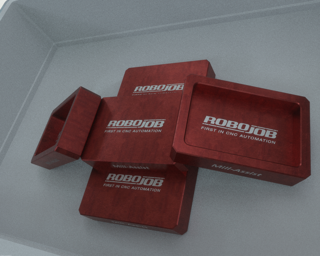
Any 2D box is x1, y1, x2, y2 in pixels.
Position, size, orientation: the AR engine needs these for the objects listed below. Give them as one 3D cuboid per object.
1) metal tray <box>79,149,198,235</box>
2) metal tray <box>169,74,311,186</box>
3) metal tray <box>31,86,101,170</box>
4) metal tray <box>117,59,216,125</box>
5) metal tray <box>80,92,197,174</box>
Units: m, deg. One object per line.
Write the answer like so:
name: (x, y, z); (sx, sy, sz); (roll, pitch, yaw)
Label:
metal tray: (-0.025, 0.070, 0.370); (0.130, 0.030, 0.090); (0, 61, 27)
metal tray: (0.082, 0.001, 0.317); (0.131, 0.030, 0.090); (12, 65, 1)
metal tray: (-0.133, 0.005, 0.429); (0.130, 0.030, 0.090); (-20, 49, 53)
metal tray: (0.004, -0.044, 0.424); (0.130, 0.030, 0.090); (0, 61, 27)
metal tray: (-0.024, 0.005, 0.372); (0.130, 0.030, 0.090); (-1, 61, 27)
